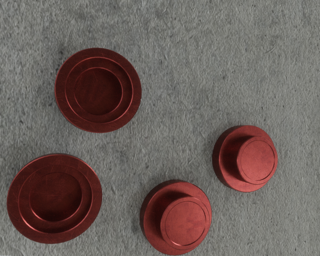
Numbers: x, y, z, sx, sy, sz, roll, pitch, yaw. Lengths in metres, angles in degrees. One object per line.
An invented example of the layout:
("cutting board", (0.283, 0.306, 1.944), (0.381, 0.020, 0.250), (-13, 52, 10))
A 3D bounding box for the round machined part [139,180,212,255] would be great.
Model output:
("round machined part", (0.026, 0.120, 0.410), (0.099, 0.042, 0.097), (0, 90, -20))

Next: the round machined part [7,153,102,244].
("round machined part", (-0.119, 0.077, 0.356), (0.099, 0.042, 0.097), (0, 90, -20))

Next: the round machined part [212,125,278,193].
("round machined part", (0.129, 0.045, 0.447), (0.099, 0.042, 0.097), (0, 90, -20))

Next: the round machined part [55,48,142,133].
("round machined part", (-0.075, -0.043, 0.372), (0.099, 0.042, 0.097), (0, 90, -20))
